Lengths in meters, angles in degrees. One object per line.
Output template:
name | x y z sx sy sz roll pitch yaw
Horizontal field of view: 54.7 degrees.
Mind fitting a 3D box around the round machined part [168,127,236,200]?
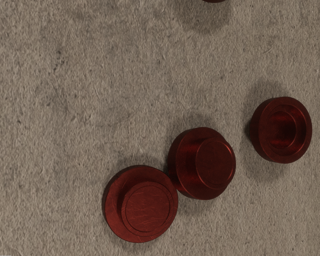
round machined part | 0.063 0.047 0.414 0.099 0.042 0.097 5 81 -31

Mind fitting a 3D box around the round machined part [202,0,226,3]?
round machined part | 0.068 -0.221 0.426 0.099 0.042 0.097 0 90 -21

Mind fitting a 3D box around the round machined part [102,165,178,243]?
round machined part | -0.021 0.098 0.393 0.099 0.042 0.097 0 90 -20

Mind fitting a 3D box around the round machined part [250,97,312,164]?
round machined part | 0.176 0.003 0.467 0.099 0.042 0.097 0 90 -21
